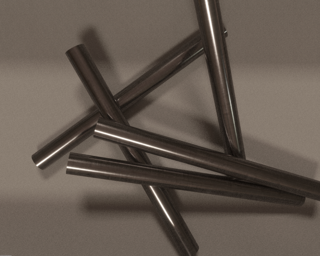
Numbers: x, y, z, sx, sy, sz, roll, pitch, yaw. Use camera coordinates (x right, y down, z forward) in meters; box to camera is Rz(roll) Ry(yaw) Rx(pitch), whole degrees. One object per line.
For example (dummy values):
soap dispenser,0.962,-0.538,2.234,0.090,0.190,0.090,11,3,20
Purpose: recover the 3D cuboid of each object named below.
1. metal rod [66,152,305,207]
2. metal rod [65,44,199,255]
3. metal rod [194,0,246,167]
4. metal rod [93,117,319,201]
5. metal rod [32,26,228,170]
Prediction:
metal rod,0.041,0.066,0.383,0.302,0.025,0.025,10,90,-12
metal rod,-0.031,0.034,0.393,0.025,0.025,0.299,-29,98,0
metal rod,0.066,-0.071,0.349,0.025,0.025,0.298,-17,116,0
metal rod,0.070,0.041,0.378,0.302,0.025,0.025,16,90,-7
metal rod,-0.039,-0.043,0.410,0.301,0.025,0.025,-36,90,-1
